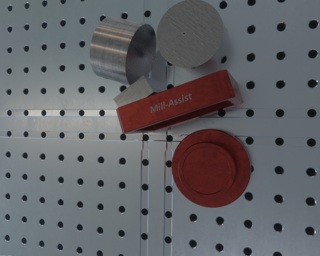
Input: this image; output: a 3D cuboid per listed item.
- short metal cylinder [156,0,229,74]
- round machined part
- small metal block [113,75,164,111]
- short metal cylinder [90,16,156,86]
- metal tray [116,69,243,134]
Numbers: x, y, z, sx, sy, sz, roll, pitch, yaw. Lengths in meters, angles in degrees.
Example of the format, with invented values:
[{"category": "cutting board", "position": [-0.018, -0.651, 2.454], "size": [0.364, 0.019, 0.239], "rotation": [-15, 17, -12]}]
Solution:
[{"category": "short metal cylinder", "position": [0.042, -0.110, 0.384], "size": [0.080, 0.050, 0.079], "rotation": [0, 90, 20]}, {"category": "round machined part", "position": [0.061, 0.050, 0.382], "size": [0.098, 0.042, 0.097], "rotation": [0, 90, 20]}, {"category": "small metal block", "position": [-0.025, -0.041, 0.408], "size": [0.050, 0.050, 0.025], "rotation": [-35, 79, 16]}, {"category": "short metal cylinder", "position": [-0.045, -0.098, 0.399], "size": [0.050, 0.080, 0.080], "rotation": [19, 96, 19]}, {"category": "metal tray", "position": [0.026, -0.027, 0.368], "size": [0.130, 0.090, 0.030], "rotation": [-18, 84, 19]}]
